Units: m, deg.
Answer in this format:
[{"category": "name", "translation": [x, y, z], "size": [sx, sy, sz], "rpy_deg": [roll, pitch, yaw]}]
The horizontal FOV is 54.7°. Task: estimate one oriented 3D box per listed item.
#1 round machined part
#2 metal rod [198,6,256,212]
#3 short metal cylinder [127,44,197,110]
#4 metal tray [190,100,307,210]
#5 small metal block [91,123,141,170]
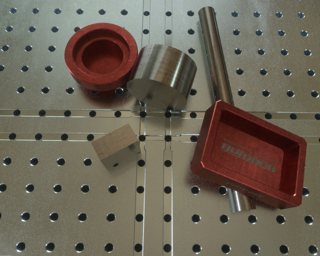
[{"category": "round machined part", "translation": [-0.079, -0.095, 0.437], "size": [0.099, 0.042, 0.098], "rpy_deg": [0, 70, -1]}, {"category": "metal rod", "translation": [0.088, -0.039, 0.427], "size": [0.025, 0.025, 0.299], "rpy_deg": [-6, 70, -3]}, {"category": "short metal cylinder", "translation": [0.003, -0.064, 0.406], "size": [0.080, 0.080, 0.050], "rpy_deg": [16, 71, 5]}, {"category": "metal tray", "translation": [0.110, 0.033, 0.373], "size": [0.131, 0.030, 0.090], "rpy_deg": [23, 63, -10]}, {"category": "small metal block", "translation": [-0.053, 0.024, 0.389], "size": [0.050, 0.050, 0.025], "rpy_deg": [-28, 73, -10]}]
